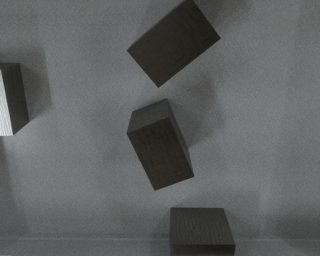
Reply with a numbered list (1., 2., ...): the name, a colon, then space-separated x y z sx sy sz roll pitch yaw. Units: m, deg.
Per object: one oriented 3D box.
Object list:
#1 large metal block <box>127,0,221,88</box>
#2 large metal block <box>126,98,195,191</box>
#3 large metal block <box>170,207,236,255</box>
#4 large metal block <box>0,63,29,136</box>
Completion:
1. large metal block: 0.013 -0.097 0.346 0.080 0.080 0.050 -37 106 12
2. large metal block: 0.001 0.017 0.389 0.050 0.080 0.080 -21 109 7
3. large metal block: 0.056 0.158 0.441 0.081 0.080 0.050 1 110 -1
4. large metal block: -0.217 -0.036 0.382 0.081 0.050 0.079 -1 110 0
